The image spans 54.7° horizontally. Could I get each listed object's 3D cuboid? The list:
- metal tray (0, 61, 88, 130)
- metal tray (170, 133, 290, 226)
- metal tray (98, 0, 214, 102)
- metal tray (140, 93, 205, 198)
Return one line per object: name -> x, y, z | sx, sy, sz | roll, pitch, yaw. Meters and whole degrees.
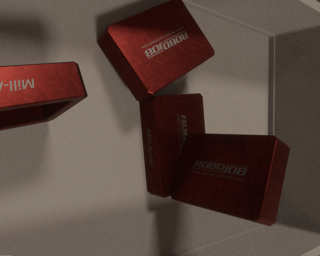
metal tray -> -0.137, -0.018, 0.245 | 0.131, 0.090, 0.030 | -15, 87, -41
metal tray -> 0.077, 0.054, 0.365 | 0.030, 0.130, 0.090 | 28, 73, -37
metal tray -> 0.000, -0.101, 0.388 | 0.131, 0.030, 0.090 | -37, 95, -34
metal tray -> 0.022, 0.020, 0.424 | 0.091, 0.030, 0.129 | -9, 96, -40
